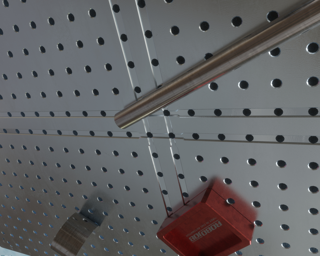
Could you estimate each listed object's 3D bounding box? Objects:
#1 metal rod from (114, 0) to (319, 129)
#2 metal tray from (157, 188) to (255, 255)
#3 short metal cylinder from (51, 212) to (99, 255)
[{"bbox_3d":[0.054,-0.063,0.343,0.299,0.025,0.025,-26,104,37],"label":"metal rod"},{"bbox_3d":[0.065,0.157,0.470,0.090,0.030,0.129,41,129,0],"label":"metal tray"},{"bbox_3d":[-0.160,0.208,0.589,0.050,0.080,0.079,31,128,8],"label":"short metal cylinder"}]
